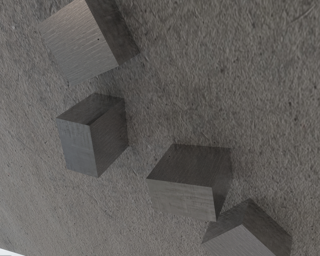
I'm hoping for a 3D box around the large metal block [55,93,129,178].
[{"bbox_3d":[-0.088,0.007,0.422,0.050,0.080,0.079,12,124,22],"label":"large metal block"}]

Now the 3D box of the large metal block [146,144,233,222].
[{"bbox_3d":[0.041,0.064,0.390,0.080,0.080,0.050,3,120,27],"label":"large metal block"}]

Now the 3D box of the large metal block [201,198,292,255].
[{"bbox_3d":[0.118,0.155,0.424,0.080,0.050,0.080,43,129,-2],"label":"large metal block"}]

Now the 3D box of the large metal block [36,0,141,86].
[{"bbox_3d":[-0.084,-0.106,0.370,0.080,0.050,0.080,-15,111,34],"label":"large metal block"}]
